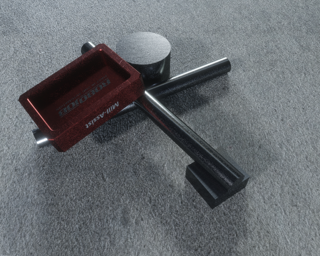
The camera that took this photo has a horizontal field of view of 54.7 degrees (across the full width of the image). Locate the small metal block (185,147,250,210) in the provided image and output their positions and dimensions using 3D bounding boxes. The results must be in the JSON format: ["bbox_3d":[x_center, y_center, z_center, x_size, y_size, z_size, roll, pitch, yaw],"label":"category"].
[{"bbox_3d":[0.065,0.057,0.358,0.050,0.025,0.050,-27,55,-21],"label":"small metal block"}]

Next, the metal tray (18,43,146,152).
[{"bbox_3d":[-0.096,-0.042,0.385,0.131,0.030,0.090,-38,59,-14],"label":"metal tray"}]

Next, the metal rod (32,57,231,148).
[{"bbox_3d":[-0.026,-0.043,0.441,0.302,0.025,0.025,-24,54,-19],"label":"metal rod"}]

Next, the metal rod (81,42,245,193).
[{"bbox_3d":[-0.015,-0.031,0.398,0.025,0.025,0.300,-32,57,-24],"label":"metal rod"}]

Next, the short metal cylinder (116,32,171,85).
[{"bbox_3d":[-0.024,-0.103,0.474,0.081,0.050,0.080,0,50,0],"label":"short metal cylinder"}]
